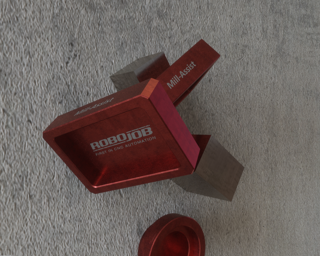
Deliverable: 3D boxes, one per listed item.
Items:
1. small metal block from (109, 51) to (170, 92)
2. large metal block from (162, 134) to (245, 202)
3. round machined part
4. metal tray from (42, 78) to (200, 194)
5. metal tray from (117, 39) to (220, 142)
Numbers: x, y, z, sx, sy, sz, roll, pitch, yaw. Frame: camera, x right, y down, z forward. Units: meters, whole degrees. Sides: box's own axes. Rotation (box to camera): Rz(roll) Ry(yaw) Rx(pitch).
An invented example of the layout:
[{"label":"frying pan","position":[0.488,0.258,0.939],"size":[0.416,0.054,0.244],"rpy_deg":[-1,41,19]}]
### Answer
[{"label":"small metal block","position":[-0.023,-0.065,0.369],"size":[0.050,0.050,0.025],"rpy_deg":[-41,115,-32]},{"label":"large metal block","position":[0.050,0.051,0.411],"size":[0.080,0.080,0.050],"rpy_deg":[41,65,-33]},{"label":"round machined part","position":[0.010,0.160,0.403],"size":[0.099,0.042,0.097],"rpy_deg":[0,90,-40]},{"label":"metal tray","position":[-0.039,0.015,0.303],"size":[0.090,0.130,0.030],"rpy_deg":[57,33,-25]},{"label":"metal tray","position":[0.009,-0.039,0.367],"size":[0.030,0.090,0.131],"rpy_deg":[43,60,2]}]
